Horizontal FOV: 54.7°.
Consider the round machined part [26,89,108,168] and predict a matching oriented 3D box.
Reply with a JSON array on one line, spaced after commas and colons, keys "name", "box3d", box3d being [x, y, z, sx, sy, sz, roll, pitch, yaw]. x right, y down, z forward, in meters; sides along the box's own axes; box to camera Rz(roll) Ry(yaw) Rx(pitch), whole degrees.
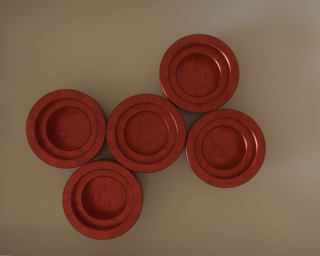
[{"name": "round machined part", "box3d": [-0.115, 0.001, 0.400, 0.099, 0.042, 0.097, 0, 90, 0]}]

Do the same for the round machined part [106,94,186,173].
[{"name": "round machined part", "box3d": [-0.017, 0.007, 0.399, 0.099, 0.042, 0.097, 0, 90, 0]}]

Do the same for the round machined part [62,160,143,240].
[{"name": "round machined part", "box3d": [-0.070, 0.088, 0.399, 0.099, 0.042, 0.097, 0, 90, 0]}]

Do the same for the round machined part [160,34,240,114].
[{"name": "round machined part", "box3d": [0.049, -0.067, 0.401, 0.099, 0.042, 0.097, 0, 90, 0]}]

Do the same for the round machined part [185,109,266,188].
[{"name": "round machined part", "box3d": [0.081, 0.025, 0.401, 0.099, 0.042, 0.097, 0, 90, 0]}]
